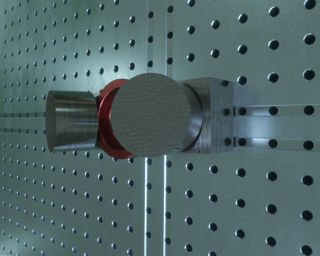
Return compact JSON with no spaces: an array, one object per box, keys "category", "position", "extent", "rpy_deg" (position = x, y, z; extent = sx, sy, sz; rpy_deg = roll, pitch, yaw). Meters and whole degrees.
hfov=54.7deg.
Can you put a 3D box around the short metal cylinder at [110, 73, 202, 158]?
[{"category":"short metal cylinder","position":[-0.002,-0.012,0.313],"extent":[0.080,0.050,0.080],"rpy_deg":[0,90,20]}]

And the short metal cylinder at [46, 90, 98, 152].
[{"category":"short metal cylinder","position":[-0.118,-0.009,0.409],"extent":[0.080,0.050,0.079],"rpy_deg":[4,94,61]}]

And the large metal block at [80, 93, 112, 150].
[{"category":"large metal block","position":[-0.077,-0.010,0.457],"extent":[0.080,0.050,0.080],"rpy_deg":[1,91,40]}]

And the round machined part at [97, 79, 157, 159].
[{"category":"round machined part","position":[-0.036,-0.011,0.390],"extent":[0.098,0.042,0.097],"rpy_deg":[0,90,40]}]

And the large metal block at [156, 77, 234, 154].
[{"category":"large metal block","position":[0.037,-0.013,0.362],"extent":[0.080,0.050,0.080],"rpy_deg":[-1,90,40]}]
